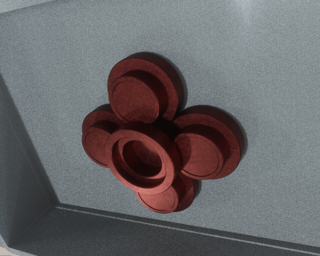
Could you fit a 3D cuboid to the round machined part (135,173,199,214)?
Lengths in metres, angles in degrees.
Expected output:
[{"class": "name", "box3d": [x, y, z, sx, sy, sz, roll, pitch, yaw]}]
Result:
[{"class": "round machined part", "box3d": [0.002, 0.083, 0.445, 0.098, 0.042, 0.097, 12, 122, 20]}]

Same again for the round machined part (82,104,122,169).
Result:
[{"class": "round machined part", "box3d": [-0.072, 0.019, 0.444, 0.098, 0.042, 0.097, 13, 124, 21]}]

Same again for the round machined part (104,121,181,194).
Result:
[{"class": "round machined part", "box3d": [-0.019, 0.034, 0.399, 0.098, 0.042, 0.097, 13, 124, 21]}]

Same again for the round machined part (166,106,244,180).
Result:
[{"class": "round machined part", "box3d": [0.051, 0.025, 0.384, 0.098, 0.042, 0.097, 13, 124, 21]}]

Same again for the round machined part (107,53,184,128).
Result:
[{"class": "round machined part", "box3d": [-0.024, -0.039, 0.382, 0.098, 0.042, 0.097, 13, 124, 21]}]
